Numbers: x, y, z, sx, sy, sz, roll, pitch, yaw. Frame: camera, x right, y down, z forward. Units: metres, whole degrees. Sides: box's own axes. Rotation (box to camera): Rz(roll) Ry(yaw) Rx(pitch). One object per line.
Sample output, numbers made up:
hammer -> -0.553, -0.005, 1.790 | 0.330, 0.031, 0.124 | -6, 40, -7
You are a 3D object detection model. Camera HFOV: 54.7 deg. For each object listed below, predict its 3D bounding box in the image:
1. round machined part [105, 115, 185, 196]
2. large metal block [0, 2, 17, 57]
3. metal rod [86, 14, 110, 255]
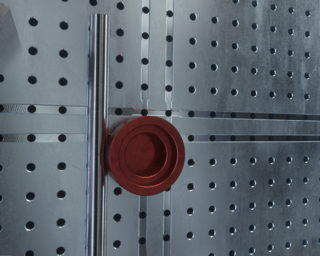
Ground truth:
round machined part -> -0.021, 0.033, 0.394 | 0.099, 0.042, 0.097 | 0, 90, -23
large metal block -> -0.198, -0.111, 0.310 | 0.080, 0.080, 0.050 | 31, 80, -18
metal rod -> -0.077, 0.012, 0.384 | 0.025, 0.025, 0.298 | 1, 90, -20
